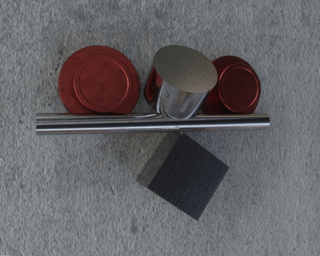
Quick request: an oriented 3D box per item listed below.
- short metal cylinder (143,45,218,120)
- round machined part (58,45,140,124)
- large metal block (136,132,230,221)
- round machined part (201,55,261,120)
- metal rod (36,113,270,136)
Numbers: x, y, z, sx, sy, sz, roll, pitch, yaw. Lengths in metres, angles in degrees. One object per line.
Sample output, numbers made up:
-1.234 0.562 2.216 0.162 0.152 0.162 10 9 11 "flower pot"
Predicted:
0.024 -0.057 0.386 0.081 0.050 0.080 10 52 -13 "short metal cylinder"
-0.071 -0.051 0.374 0.099 0.042 0.097 0 90 -20 "round machined part"
0.029 0.060 0.406 0.080 0.050 0.080 37 78 -17 "large metal block"
0.102 -0.054 0.439 0.099 0.042 0.097 0 90 -20 "round machined part"
0.007 -0.007 0.390 0.303 0.025 0.025 -1 91 -20 "metal rod"
